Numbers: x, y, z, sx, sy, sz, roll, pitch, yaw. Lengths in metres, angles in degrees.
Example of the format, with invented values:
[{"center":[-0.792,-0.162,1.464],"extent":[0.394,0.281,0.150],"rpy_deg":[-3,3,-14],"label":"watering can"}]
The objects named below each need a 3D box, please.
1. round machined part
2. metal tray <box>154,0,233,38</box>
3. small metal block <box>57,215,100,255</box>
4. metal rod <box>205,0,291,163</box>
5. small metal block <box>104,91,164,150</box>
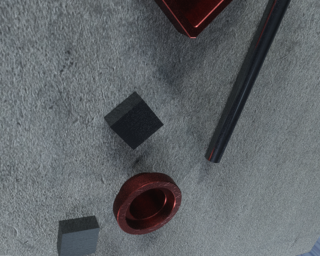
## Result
[{"center":[-0.022,0.104,0.450],"extent":[0.099,0.042,0.097],"rpy_deg":[-14,125,-21],"label":"round machined part"},{"center":[0.050,-0.173,0.325],"extent":[0.130,0.030,0.090],"rpy_deg":[-45,130,3],"label":"metal tray"},{"center":[-0.117,0.156,0.440],"extent":[0.050,0.025,0.050],"rpy_deg":[-1,119,-28],"label":"small metal block"},{"center":[0.125,-0.083,0.426],"extent":[0.025,0.025,0.298],"rpy_deg":[4,116,-31],"label":"metal rod"},{"center":[-0.032,-0.009,0.385],"extent":[0.050,0.025,0.050],"rpy_deg":[-41,130,-1],"label":"small metal block"}]
